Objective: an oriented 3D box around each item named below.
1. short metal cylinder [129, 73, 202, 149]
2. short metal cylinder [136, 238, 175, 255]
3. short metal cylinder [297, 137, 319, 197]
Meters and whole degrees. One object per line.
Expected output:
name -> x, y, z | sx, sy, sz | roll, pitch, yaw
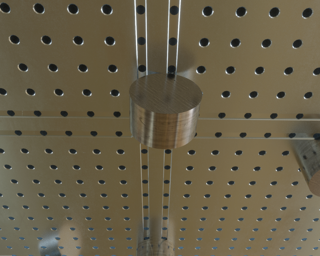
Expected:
short metal cylinder -> 0.005, -0.021, 0.357 | 0.081, 0.080, 0.050 | 2, 130, -2
short metal cylinder -> -0.009, 0.265, 0.621 | 0.081, 0.050, 0.079 | 0, 130, 0
short metal cylinder -> 0.247, 0.056, 0.445 | 0.081, 0.050, 0.079 | 0, 130, 0
